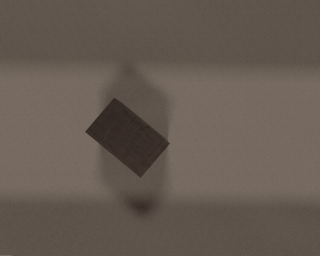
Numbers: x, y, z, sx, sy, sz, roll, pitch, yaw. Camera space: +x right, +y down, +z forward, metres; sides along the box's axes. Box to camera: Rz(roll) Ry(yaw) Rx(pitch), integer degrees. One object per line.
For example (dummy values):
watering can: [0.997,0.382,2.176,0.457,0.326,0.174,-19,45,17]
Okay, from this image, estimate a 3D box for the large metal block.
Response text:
large metal block: [-0.036,0.011,0.383,0.080,0.080,0.050,40,90,-1]
